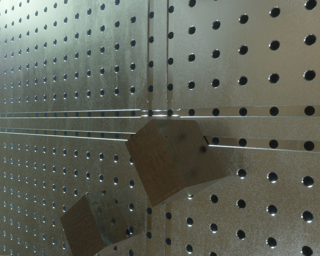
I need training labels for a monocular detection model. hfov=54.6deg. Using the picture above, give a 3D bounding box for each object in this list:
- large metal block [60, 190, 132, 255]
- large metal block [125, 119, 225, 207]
[{"bbox_3d":[-0.101,0.153,0.478,0.080,0.050,0.080,-43,64,31],"label":"large metal block"},{"bbox_3d":[0.018,0.037,0.360,0.050,0.081,0.080,-39,66,33],"label":"large metal block"}]
